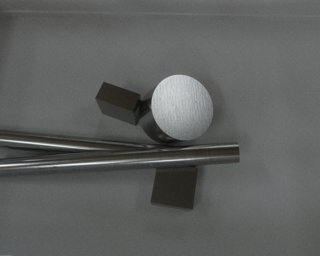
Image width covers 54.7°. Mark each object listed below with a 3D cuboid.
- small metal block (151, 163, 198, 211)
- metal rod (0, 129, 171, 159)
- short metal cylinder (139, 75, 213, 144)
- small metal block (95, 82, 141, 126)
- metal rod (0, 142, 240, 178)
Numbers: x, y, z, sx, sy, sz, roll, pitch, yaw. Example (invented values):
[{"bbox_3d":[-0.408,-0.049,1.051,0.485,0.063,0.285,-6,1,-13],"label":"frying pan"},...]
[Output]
[{"bbox_3d":[0.018,0.072,0.383,0.050,0.025,0.050,9,70,3],"label":"small metal block"},{"bbox_3d":[-0.104,0.024,0.399,0.302,0.025,0.025,5,70,1],"label":"metal rod"},{"bbox_3d":[0.019,-0.021,0.390,0.081,0.050,0.080,4,80,-21],"label":"short metal cylinder"},{"bbox_3d":[-0.052,-0.031,0.407,0.050,0.050,0.025,20,71,7],"label":"small metal block"},{"bbox_3d":[-0.059,0.040,0.375,0.302,0.025,0.025,-4,70,5],"label":"metal rod"}]
